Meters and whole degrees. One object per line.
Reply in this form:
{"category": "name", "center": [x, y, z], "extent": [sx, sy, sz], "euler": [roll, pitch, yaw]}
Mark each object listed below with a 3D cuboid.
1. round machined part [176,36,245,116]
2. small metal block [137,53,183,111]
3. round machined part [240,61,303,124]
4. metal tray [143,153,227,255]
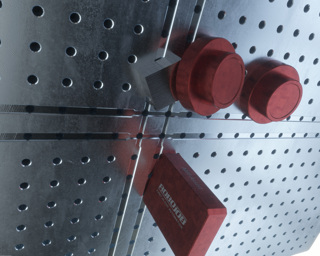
{"category": "round machined part", "center": [0.068, -0.061, 0.382], "extent": [0.099, 0.042, 0.097], "euler": [-22, 122, -39]}
{"category": "small metal block", "center": [0.006, -0.056, 0.381], "extent": [0.050, 0.025, 0.050], "euler": [-28, 128, -11]}
{"category": "round machined part", "center": [0.174, -0.048, 0.468], "extent": [0.099, 0.042, 0.097], "euler": [-14, 125, -21]}
{"category": "metal tray", "center": [0.027, 0.105, 0.425], "extent": [0.030, 0.130, 0.089], "euler": [8, 115, -32]}
